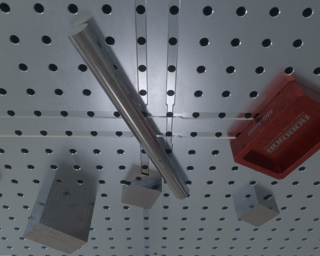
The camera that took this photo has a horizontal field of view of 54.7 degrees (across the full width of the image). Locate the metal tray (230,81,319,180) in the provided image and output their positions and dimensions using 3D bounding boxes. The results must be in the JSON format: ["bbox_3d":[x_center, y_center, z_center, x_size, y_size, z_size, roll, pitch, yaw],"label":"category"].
[{"bbox_3d":[0.170,0.009,0.417,0.091,0.030,0.129,22,127,-18],"label":"metal tray"}]

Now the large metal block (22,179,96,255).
[{"bbox_3d":[-0.157,0.142,0.495,0.080,0.080,0.050,34,122,-26],"label":"large metal block"}]

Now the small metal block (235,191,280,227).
[{"bbox_3d":[0.167,0.141,0.533,0.050,0.025,0.050,27,125,-22],"label":"small metal block"}]

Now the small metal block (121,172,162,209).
[{"bbox_3d":[-0.030,0.101,0.497,0.050,0.025,0.050,18,128,-15],"label":"small metal block"}]

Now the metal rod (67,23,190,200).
[{"bbox_3d":[-0.025,0.001,0.412,0.025,0.025,0.299,-19,128,15],"label":"metal rod"}]
